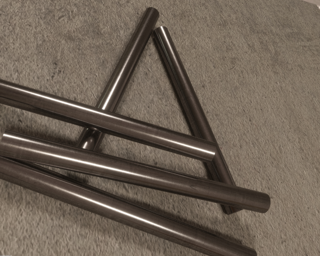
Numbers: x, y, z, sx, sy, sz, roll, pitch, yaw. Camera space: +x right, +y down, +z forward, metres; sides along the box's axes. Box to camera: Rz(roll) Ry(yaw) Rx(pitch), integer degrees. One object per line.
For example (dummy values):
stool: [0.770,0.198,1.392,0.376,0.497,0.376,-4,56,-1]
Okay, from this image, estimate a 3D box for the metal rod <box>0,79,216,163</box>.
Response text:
metal rod: [-0.084,-0.014,0.338,0.302,0.025,0.025,17,55,-8]

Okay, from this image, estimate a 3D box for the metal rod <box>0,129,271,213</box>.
metal rod: [-0.009,0.053,0.336,0.302,0.025,0.025,16,55,-18]

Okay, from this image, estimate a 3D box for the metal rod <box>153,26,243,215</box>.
metal rod: [0.049,-0.024,0.446,0.025,0.025,0.299,-7,65,-32]

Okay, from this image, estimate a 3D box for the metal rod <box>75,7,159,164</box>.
metal rod: [-0.050,-0.075,0.423,0.025,0.025,0.300,27,52,-12]

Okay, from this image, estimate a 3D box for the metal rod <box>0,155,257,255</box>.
metal rod: [-0.026,0.095,0.333,0.302,0.025,0.025,25,53,-13]
